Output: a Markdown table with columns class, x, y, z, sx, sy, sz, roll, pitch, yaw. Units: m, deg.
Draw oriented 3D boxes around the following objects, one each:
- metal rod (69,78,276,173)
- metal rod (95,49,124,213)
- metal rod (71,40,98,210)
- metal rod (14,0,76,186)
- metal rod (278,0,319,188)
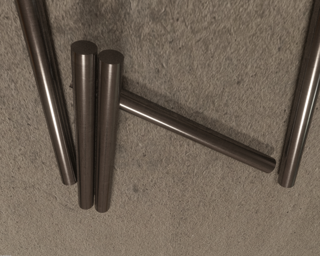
| class | x | y | z | sx | sy | sz | roll | pitch | yaw |
| --- | --- | --- | --- | --- | --- | --- | --- | --- | --- |
| metal rod | 0.031 | -0.002 | 0.406 | 0.302 | 0.025 | 0.025 | 24 | 126 | -20 |
| metal rod | -0.072 | 0.031 | 0.410 | 0.025 | 0.025 | 0.298 | 7 | 137 | -6 |
| metal rod | -0.097 | 0.023 | 0.403 | 0.025 | 0.025 | 0.298 | 7 | 137 | -7 |
| metal rod | -0.131 | -0.036 | 0.374 | 0.025 | 0.025 | 0.298 | 1 | 130 | -2 |
| metal rod | 0.180 | -0.029 | 0.384 | 0.025 | 0.025 | 0.298 | -5 | 130 | 4 |
